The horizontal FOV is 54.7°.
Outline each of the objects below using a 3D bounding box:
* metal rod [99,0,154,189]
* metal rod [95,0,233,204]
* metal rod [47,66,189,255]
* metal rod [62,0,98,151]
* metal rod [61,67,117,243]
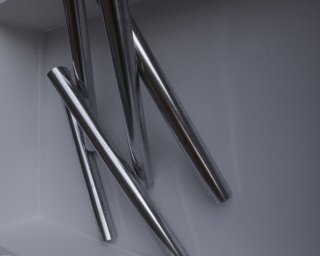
[{"bbox_3d":[-0.033,-0.041,0.331,0.025,0.025,0.298,29,141,36],"label":"metal rod"},{"bbox_3d":[-0.004,-0.050,0.334,0.025,0.025,0.299,-26,98,37],"label":"metal rod"},{"bbox_3d":[-0.055,0.048,0.398,0.025,0.025,0.299,-38,83,33],"label":"metal rod"},{"bbox_3d":[-0.102,-0.088,0.403,0.025,0.025,0.298,34,138,34],"label":"metal rod"},{"bbox_3d":[-0.126,0.033,0.507,0.025,0.025,0.299,-31,71,35],"label":"metal rod"}]
